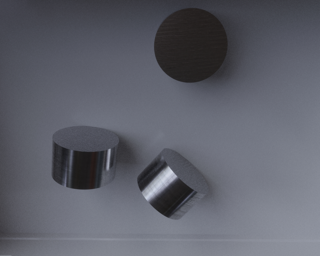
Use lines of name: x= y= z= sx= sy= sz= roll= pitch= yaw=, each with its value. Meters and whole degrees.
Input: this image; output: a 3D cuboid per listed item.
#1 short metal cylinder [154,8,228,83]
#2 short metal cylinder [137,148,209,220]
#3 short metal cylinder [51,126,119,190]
short metal cylinder: x=0.034 y=-0.097 z=0.362 sx=0.081 sy=0.050 sz=0.079 roll=0 pitch=110 yaw=0
short metal cylinder: x=0.017 y=0.073 z=0.409 sx=0.080 sy=0.080 sz=0.050 roll=39 pitch=106 yaw=-13
short metal cylinder: x=-0.095 y=0.035 z=0.394 sx=0.081 sy=0.080 sz=0.050 roll=8 pitch=110 yaw=-3
